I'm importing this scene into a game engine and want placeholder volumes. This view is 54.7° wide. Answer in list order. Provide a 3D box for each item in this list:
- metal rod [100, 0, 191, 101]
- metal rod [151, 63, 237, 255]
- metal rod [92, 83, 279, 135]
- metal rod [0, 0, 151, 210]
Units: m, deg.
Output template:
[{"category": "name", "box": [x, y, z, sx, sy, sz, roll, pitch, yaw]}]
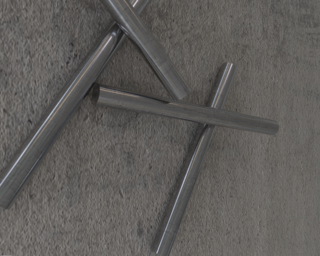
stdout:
[{"category": "metal rod", "box": [-0.061, -0.152, 0.327, 0.300, 0.025, 0.025, 52, 59, -18]}, {"category": "metal rod", "box": [0.055, 0.033, 0.450, 0.025, 0.025, 0.300, 36, 68, -34]}, {"category": "metal rod", "box": [0.056, -0.019, 0.424, 0.302, 0.025, 0.025, 8, 85, -32]}, {"category": "metal rod", "box": [-0.082, -0.054, 0.335, 0.025, 0.025, 0.300, 43, 64, -32]}]
